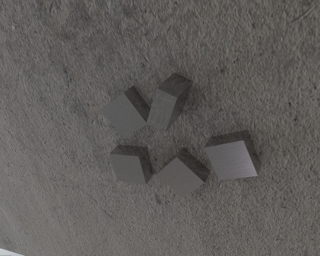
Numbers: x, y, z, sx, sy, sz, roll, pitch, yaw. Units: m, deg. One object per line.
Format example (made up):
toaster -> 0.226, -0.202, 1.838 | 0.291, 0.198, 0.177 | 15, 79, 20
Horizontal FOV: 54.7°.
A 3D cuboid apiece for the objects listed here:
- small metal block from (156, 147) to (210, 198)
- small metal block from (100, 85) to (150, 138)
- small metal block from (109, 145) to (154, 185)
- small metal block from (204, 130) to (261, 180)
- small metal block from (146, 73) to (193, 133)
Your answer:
small metal block -> 0.032, 0.062, 0.429 | 0.050, 0.025, 0.050 | 43, 129, -2
small metal block -> -0.043, -0.021, 0.417 | 0.050, 0.025, 0.050 | -29, 103, 37
small metal block -> -0.042, 0.055, 0.463 | 0.050, 0.025, 0.050 | 2, 120, 27
small metal block -> 0.090, 0.034, 0.381 | 0.050, 0.025, 0.050 | -14, 111, 34
small metal block -> 0.012, -0.031, 0.366 | 0.025, 0.050, 0.050 | 27, 128, 11
